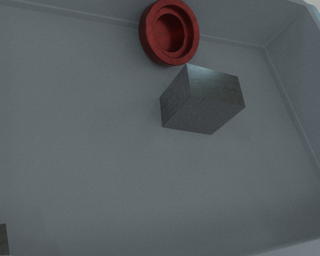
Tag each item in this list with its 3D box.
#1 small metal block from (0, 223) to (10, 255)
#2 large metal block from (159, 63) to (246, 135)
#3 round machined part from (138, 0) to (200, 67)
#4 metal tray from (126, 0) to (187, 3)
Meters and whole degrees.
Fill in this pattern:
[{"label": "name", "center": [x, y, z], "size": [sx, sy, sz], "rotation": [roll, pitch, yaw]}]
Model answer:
[{"label": "small metal block", "center": [-0.151, 0.100, 0.248], "size": [0.050, 0.050, 0.025], "rotation": [-5, 65, -31]}, {"label": "large metal block", "center": [0.055, -0.035, 0.423], "size": [0.081, 0.080, 0.050], "rotation": [9, 58, -24]}, {"label": "round machined part", "center": [0.009, -0.142, 0.470], "size": [0.099, 0.042, 0.097], "rotation": [-3, 96, -34]}, {"label": "metal tray", "center": [-0.017, -0.269, 0.561], "size": [0.131, 0.030, 0.090], "rotation": [-10, 67, -33]}]
